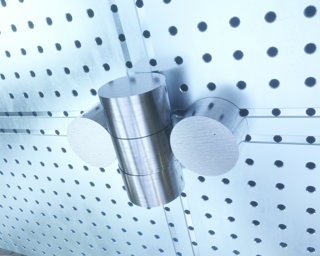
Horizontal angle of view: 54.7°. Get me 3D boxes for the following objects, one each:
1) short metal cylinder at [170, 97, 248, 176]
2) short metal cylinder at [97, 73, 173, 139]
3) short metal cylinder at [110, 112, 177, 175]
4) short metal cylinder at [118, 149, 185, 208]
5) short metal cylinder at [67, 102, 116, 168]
[{"bbox_3d":[0.059,0.010,0.368,0.080,0.050,0.079,13,124,20],"label":"short metal cylinder"},{"bbox_3d":[-0.028,-0.029,0.370,0.080,0.080,0.050,3,120,26],"label":"short metal cylinder"},{"bbox_3d":[-0.019,0.016,0.393,0.080,0.080,0.050,2,119,27],"label":"short metal cylinder"},{"bbox_3d":[-0.010,0.061,0.417,0.080,0.080,0.050,1,119,27],"label":"short metal cylinder"},{"bbox_3d":[-0.084,0.010,0.442,0.080,0.050,0.079,13,124,20],"label":"short metal cylinder"}]
